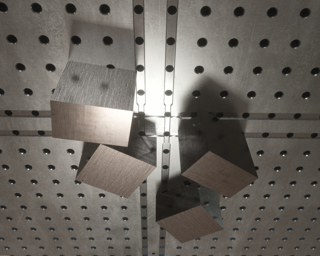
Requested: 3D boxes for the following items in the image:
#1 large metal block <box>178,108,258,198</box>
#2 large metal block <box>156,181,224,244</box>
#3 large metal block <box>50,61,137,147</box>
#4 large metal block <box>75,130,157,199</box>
[{"bbox_3d":[0.072,0.033,0.405,0.080,0.080,0.050,29,124,-23],"label":"large metal block"},{"bbox_3d":[0.049,0.141,0.516,0.080,0.050,0.080,-27,126,20],"label":"large metal block"},{"bbox_3d":[-0.071,-0.029,0.350,0.081,0.080,0.050,8,130,-7],"label":"large metal block"},{"bbox_3d":[-0.060,0.045,0.433,0.080,0.050,0.080,26,125,-21],"label":"large metal block"}]
